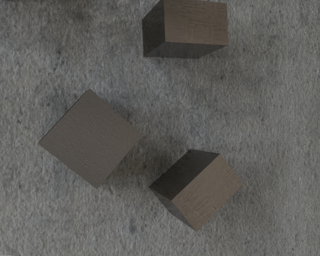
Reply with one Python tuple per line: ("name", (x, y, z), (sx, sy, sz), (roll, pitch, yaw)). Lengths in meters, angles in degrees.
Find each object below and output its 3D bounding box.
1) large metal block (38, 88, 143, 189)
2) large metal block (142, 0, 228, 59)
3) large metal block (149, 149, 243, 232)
("large metal block", (-0.082, 0.012, 0.366), (0.080, 0.050, 0.080), (43, 76, -15))
("large metal block", (0.029, -0.122, 0.391), (0.081, 0.080, 0.050), (-3, 91, -20))
("large metal block", (0.043, 0.074, 0.397), (0.080, 0.080, 0.050), (-41, 103, -16))
